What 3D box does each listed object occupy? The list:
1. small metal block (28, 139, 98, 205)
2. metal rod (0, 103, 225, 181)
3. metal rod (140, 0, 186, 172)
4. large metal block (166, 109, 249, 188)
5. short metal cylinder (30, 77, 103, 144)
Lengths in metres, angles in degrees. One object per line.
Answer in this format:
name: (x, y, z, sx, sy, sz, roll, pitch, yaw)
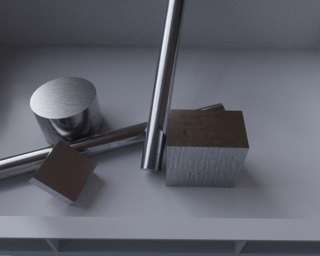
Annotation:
small metal block: (-0.107, 0.049, 0.344, 0.050, 0.025, 0.050, 37, 56, -15)
metal rod: (-0.058, 0.015, 0.391, 0.302, 0.025, 0.025, -15, 52, -13)
metal rod: (0.011, -0.093, 0.403, 0.025, 0.025, 0.299, 7, 75, 5)
large metal block: (0.048, 0.025, 0.349, 0.081, 0.080, 0.050, 1, 50, 1)
short metal cylinder: (-0.119, -0.022, 0.402, 0.081, 0.050, 0.080, -1, 46, 1)
